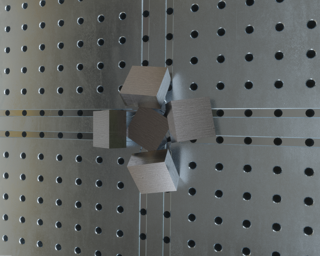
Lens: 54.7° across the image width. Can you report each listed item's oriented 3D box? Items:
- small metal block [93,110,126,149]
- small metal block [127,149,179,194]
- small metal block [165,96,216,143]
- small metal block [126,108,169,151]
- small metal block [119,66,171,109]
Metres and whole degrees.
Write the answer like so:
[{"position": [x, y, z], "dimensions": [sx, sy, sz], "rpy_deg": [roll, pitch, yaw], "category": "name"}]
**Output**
[{"position": [-0.069, 0.001, 0.423], "dimensions": [0.050, 0.025, 0.050], "rpy_deg": [0, 90, 54], "category": "small metal block"}, {"position": [-0.008, 0.057, 0.401], "dimensions": [0.050, 0.025, 0.050], "rpy_deg": [-10, 123, 19], "category": "small metal block"}, {"position": [0.038, -0.010, 0.386], "dimensions": [0.050, 0.025, 0.050], "rpy_deg": [-8, 86, -16], "category": "small metal block"}, {"position": [-0.012, 0.001, 0.415], "dimensions": [0.050, 0.025, 0.050], "rpy_deg": [33, 100, 16], "category": "small metal block"}, {"position": [-0.018, -0.054, 0.405], "dimensions": [0.050, 0.025, 0.050], "rpy_deg": [7, 56, 20], "category": "small metal block"}]
